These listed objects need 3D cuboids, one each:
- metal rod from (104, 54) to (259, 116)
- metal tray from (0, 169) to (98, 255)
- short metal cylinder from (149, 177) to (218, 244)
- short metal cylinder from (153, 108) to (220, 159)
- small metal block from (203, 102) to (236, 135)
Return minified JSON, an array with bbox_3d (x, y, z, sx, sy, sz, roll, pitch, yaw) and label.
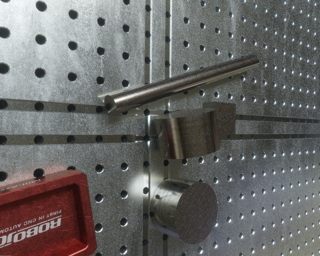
[{"bbox_3d":[0.053,-0.072,0.453,0.302,0.025,0.025,-22,104,-38],"label":"metal rod"},{"bbox_3d":[-0.130,0.099,0.296,0.131,0.030,0.089,-12,98,-39],"label":"metal tray"},{"bbox_3d":[0.033,0.110,0.421,0.081,0.050,0.079,0,91,-40],"label":"short metal cylinder"},{"bbox_3d":[0.035,0.005,0.403,0.081,0.080,0.050,-15,100,-39],"label":"short metal cylinder"},{"bbox_3d":[0.093,-0.014,0.488,0.050,0.025,0.050,1,90,-40],"label":"small metal block"}]
